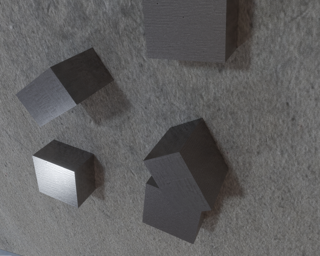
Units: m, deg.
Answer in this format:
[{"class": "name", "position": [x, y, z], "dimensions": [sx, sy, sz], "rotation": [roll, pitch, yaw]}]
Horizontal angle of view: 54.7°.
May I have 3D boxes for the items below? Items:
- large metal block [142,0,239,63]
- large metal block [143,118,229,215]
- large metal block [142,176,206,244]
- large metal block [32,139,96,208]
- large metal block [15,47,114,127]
[{"class": "large metal block", "position": [0.031, -0.113, 0.304], "dimensions": [0.080, 0.050, 0.079], "rotation": [9, 122, 23]}, {"class": "large metal block", "position": [0.036, 0.046, 0.380], "dimensions": [0.050, 0.080, 0.080], "rotation": [-18, 109, 34]}, {"class": "large metal block", "position": [0.024, 0.106, 0.442], "dimensions": [0.080, 0.050, 0.079], "rotation": [18, 126, 17]}, {"class": "large metal block", "position": [-0.158, 0.076, 0.518], "dimensions": [0.080, 0.050, 0.079], "rotation": [17, 125, 18]}, {"class": "large metal block", "position": [-0.121, -0.053, 0.400], "dimensions": [0.080, 0.080, 0.050], "rotation": [-23, 106, 36]}]
